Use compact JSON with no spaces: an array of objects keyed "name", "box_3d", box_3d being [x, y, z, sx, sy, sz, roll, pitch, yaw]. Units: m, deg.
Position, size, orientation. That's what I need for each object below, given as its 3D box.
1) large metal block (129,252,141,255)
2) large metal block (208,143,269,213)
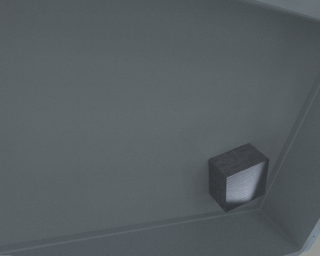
[{"name":"large metal block","box_3d":[-0.064,0.271,0.529,0.081,0.050,0.079,-10,123,-24]},{"name":"large metal block","box_3d":[0.129,0.082,0.517,0.081,0.050,0.079,-19,126,-18]}]
